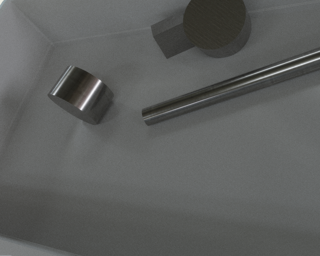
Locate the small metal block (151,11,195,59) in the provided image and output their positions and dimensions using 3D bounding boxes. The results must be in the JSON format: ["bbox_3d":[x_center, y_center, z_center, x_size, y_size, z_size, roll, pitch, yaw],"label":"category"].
[{"bbox_3d":[0.021,-0.137,0.462,0.050,0.050,0.025,-22,54,15],"label":"small metal block"}]

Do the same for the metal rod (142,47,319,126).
[{"bbox_3d":[0.118,-0.059,0.379,0.301,0.025,0.025,-18,55,17],"label":"metal rod"}]

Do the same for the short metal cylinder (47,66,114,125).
[{"bbox_3d":[-0.116,-0.047,0.458,0.080,0.080,0.050,19,72,35],"label":"short metal cylinder"}]

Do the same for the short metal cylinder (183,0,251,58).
[{"bbox_3d":[0.077,-0.138,0.413,0.080,0.050,0.079,0,89,23],"label":"short metal cylinder"}]
